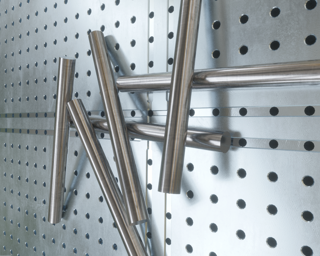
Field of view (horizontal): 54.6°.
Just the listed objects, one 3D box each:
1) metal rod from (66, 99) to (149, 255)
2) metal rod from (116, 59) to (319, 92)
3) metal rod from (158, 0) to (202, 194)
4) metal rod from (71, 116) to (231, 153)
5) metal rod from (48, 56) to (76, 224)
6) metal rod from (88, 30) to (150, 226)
[{"bbox_3d":[-0.070,0.092,0.449,0.025,0.025,0.299,-35,75,35],"label":"metal rod"},{"bbox_3d":[0.060,-0.057,0.360,0.300,0.025,0.025,4,93,40],"label":"metal rod"},{"bbox_3d":[0.028,-0.077,0.356,0.025,0.025,0.299,2,82,40],"label":"metal rod"},{"bbox_3d":[-0.041,0.002,0.444,0.300,0.025,0.025,7,95,39],"label":"metal rod"},{"bbox_3d":[-0.168,0.031,0.523,0.025,0.025,0.298,26,114,37],"label":"metal rod"},{"bbox_3d":[-0.063,-0.017,0.432,0.025,0.025,0.299,-35,59,34],"label":"metal rod"}]
